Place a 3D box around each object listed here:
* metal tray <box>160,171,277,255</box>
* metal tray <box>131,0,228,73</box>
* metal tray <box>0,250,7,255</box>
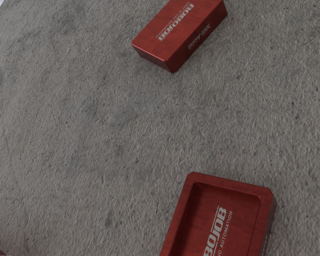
[{"bbox_3d":[0.053,0.115,0.302,0.090,0.030,0.130,9,66,31],"label":"metal tray"},{"bbox_3d":[0.029,-0.155,0.480,0.130,0.030,0.090,-49,52,-6],"label":"metal tray"},{"bbox_3d":[-0.229,0.166,0.380,0.130,0.090,0.030,14,70,34],"label":"metal tray"}]
